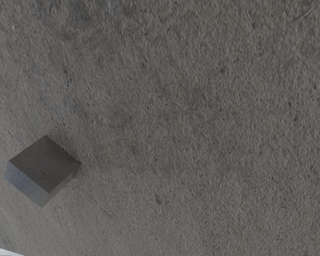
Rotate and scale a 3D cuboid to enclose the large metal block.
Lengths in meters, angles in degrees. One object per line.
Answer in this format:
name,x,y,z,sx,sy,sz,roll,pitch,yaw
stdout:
large metal block,-0.195,0.071,0.518,0.080,0.080,0.050,39,129,2
